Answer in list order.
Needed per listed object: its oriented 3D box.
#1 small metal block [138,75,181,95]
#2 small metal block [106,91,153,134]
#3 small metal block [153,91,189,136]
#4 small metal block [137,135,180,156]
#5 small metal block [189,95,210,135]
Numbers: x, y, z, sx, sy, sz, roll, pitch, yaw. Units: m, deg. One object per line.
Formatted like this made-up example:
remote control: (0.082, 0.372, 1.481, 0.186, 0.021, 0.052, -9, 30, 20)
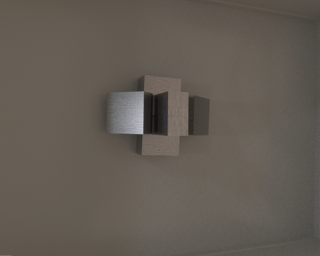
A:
small metal block: (-0.001, -0.040, 0.407, 0.050, 0.025, 0.050, 3, 89, -21)
small metal block: (-0.037, -0.018, 0.380, 0.050, 0.025, 0.050, 1, 90, 23)
small metal block: (0.012, -0.016, 0.372, 0.025, 0.050, 0.050, 1, 90, -21)
small metal block: (-0.002, 0.010, 0.407, 0.050, 0.025, 0.050, 3, 89, -20)
small metal block: (0.044, -0.016, 0.412, 0.050, 0.025, 0.050, 2, 90, -59)
